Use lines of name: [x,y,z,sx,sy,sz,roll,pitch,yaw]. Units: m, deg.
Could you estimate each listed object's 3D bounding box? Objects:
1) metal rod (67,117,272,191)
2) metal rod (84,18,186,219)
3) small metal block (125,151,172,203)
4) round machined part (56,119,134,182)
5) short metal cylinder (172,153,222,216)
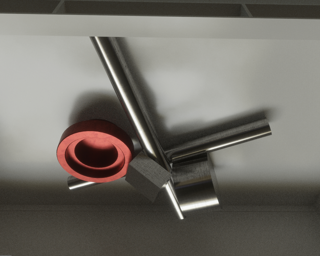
metal rod: [0.004,0.041,0.443,0.301,0.025,0.025,-18,128,14]
metal rod: [-0.016,0.011,0.393,0.025,0.025,0.299,-15,122,12]
small metal block: [-0.017,0.065,0.409,0.050,0.025,0.050,36,147,12]
round machined part: [-0.084,0.026,0.418,0.099,0.042,0.097,-1,130,0]
short metal cylinder: [0.054,0.080,0.440,0.050,0.080,0.080,-15,129,12]
